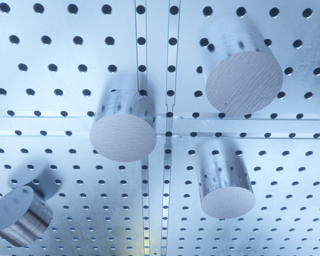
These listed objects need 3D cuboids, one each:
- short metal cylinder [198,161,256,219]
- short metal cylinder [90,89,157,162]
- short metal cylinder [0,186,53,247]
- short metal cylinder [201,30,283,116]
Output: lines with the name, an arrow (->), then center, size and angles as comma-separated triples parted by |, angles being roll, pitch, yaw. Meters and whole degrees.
short metal cylinder -> 0.101, 0.096, 0.478 | 0.081, 0.050, 0.079 | 0, 130, 0
short metal cylinder -> -0.044, -0.002, 0.393 | 0.081, 0.050, 0.079 | 0, 130, 0
short metal cylinder -> -0.220, 0.139, 0.492 | 0.080, 0.080, 0.050 | -18, 128, 14
short metal cylinder -> 0.088, -0.061, 0.344 | 0.081, 0.050, 0.079 | 0, 130, 0
